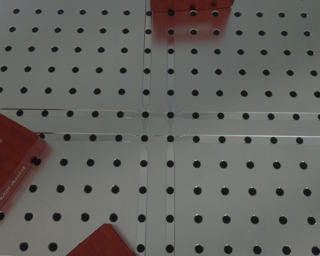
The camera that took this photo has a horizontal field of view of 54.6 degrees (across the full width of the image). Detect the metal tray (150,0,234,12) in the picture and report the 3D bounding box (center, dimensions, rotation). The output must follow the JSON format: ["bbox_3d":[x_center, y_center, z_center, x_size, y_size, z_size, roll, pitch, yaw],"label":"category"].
[{"bbox_3d":[0.050,-0.217,0.456,0.131,0.090,0.030,-4,70,-2],"label":"metal tray"}]

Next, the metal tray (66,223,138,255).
[{"bbox_3d":[-0.080,0.182,0.342,0.130,0.030,0.090,-39,75,-13],"label":"metal tray"}]

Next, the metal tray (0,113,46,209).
[{"bbox_3d":[-0.222,0.047,0.391,0.090,0.030,0.130,28,72,9],"label":"metal tray"}]
